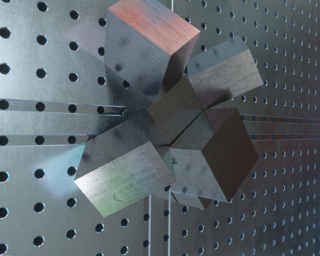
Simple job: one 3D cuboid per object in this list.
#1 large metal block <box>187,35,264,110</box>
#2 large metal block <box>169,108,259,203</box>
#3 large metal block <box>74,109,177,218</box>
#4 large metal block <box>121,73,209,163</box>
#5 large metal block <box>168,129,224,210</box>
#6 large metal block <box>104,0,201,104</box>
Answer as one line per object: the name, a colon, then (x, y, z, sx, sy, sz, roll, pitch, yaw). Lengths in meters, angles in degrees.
large metal block: (0.085, -0.078, 0.422, 0.050, 0.080, 0.080, 59, 17, -23)
large metal block: (0.069, 0.031, 0.383, 0.080, 0.050, 0.080, -45, 118, -32)
large metal block: (-0.034, 0.033, 0.324, 0.080, 0.080, 0.050, -28, 113, 8)
large metal block: (0.011, -0.013, 0.401, 0.080, 0.050, 0.080, -46, 117, -30)
large metal block: (0.049, 0.052, 0.432, 0.080, 0.050, 0.080, -45, 116, -32)
large metal block: (-0.013, -0.087, 0.341, 0.080, 0.080, 0.050, 39, 59, 10)
